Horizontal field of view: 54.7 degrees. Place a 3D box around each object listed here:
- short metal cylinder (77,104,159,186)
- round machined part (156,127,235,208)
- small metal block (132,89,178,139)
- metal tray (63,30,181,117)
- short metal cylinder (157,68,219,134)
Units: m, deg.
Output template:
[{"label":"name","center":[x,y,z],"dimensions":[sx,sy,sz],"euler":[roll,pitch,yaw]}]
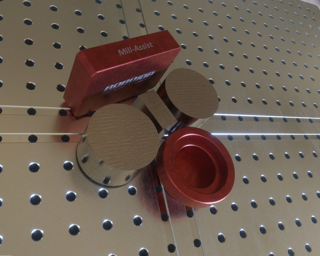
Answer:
[{"label":"short metal cylinder","center":[-0.048,0.019,0.350],"dimensions":[0.081,0.050,0.080],"euler":[14,56,-21]},{"label":"round machined part","center":[0.040,0.051,0.382],"dimensions":[0.099,0.042,0.098],"euler":[14,56,-21]},{"label":"small metal block","center":[-0.012,-0.012,0.387],"dimensions":[0.025,0.050,0.050],"euler":[-28,78,-37]},{"label":"metal tray","center":[-0.045,-0.067,0.377],"dimensions":[0.131,0.090,0.030],"euler":[-26,77,-36]},{"label":"short metal cylinder","center":[0.033,-0.035,0.426],"dimensions":[0.081,0.050,0.080],"euler":[14,56,-21]}]
